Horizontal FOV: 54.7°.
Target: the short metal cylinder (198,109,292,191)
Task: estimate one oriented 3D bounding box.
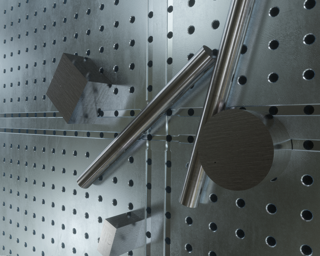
[{"bbox_3d":[0.087,0.021,0.321,0.080,0.050,0.079,0,90,40],"label":"short metal cylinder"}]

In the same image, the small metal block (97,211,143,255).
[{"bbox_3d":[-0.057,0.152,0.440,0.025,0.050,0.050,26,106,37],"label":"small metal block"}]

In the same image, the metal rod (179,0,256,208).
[{"bbox_3d":[0.069,-0.051,0.352,0.025,0.025,0.298,22,104,38],"label":"metal rod"}]

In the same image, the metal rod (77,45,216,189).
[{"bbox_3d":[-0.034,0.001,0.437,0.299,0.025,0.025,-44,64,31],"label":"metal rod"}]

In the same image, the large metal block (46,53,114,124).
[{"bbox_3d":[-0.131,-0.063,0.502,0.080,0.050,0.080,47,118,29],"label":"large metal block"}]
